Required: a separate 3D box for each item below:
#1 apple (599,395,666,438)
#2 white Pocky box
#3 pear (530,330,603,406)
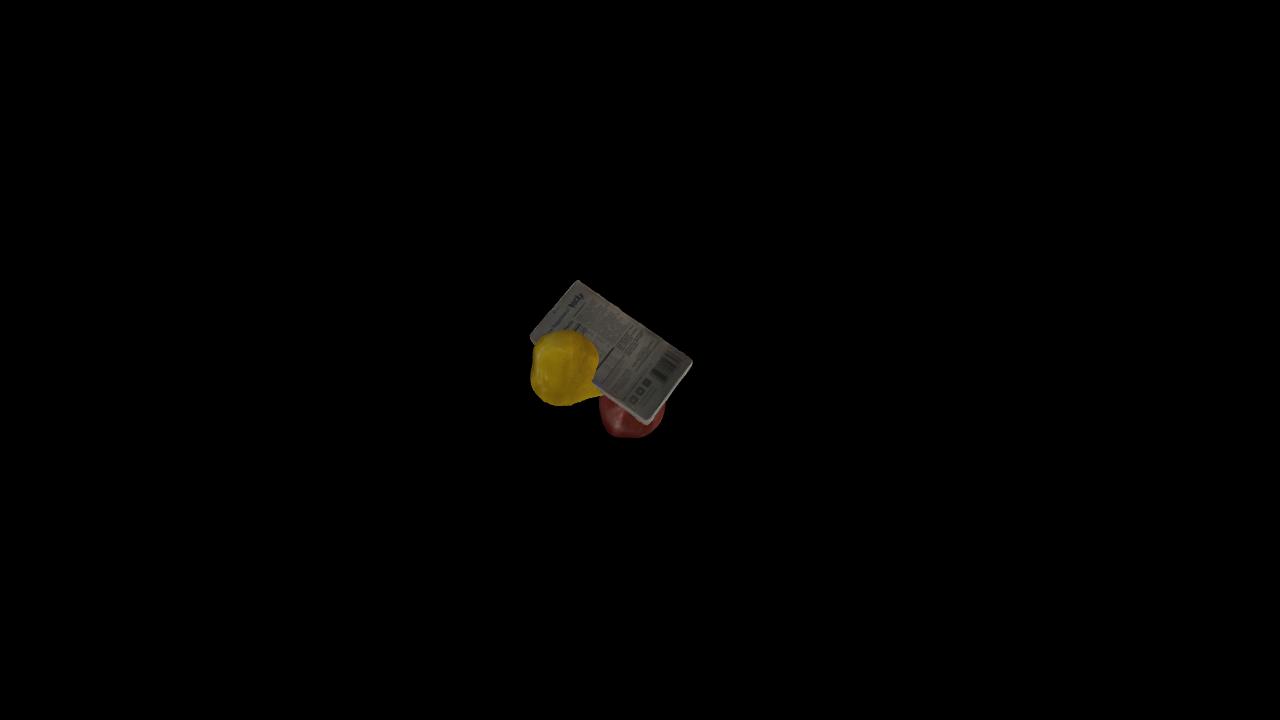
[{"bbox_3d":[-0.008,0.049,0.720,0.079,0.079,0.093,0,-35,-23],"label":"apple"},{"bbox_3d":[-0.030,-0.009,0.641,0.154,0.084,0.028,35,-15,11],"label":"white Pocky box"},{"bbox_3d":[-0.057,0.010,0.641,0.111,0.080,0.080,5,-1,-14],"label":"pear"}]
